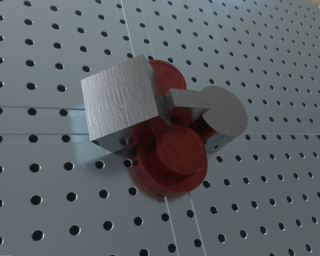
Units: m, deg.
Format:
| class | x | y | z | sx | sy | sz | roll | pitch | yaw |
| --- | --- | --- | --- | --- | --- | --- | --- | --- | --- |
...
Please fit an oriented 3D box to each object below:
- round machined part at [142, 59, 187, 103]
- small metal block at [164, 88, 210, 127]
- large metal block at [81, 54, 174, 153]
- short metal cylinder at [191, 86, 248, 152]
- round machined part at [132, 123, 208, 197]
| class | x | y | z | sx | sy | sz | roll | pitch | yaw |
| --- | --- | --- | --- | --- | --- | --- | --- | --- | --- |
| round machined part | -0.003 | -0.056 | 0.430 | 0.099 | 0.042 | 0.098 | 14 | 56 | -21 |
| small metal block | 0.026 | -0.024 | 0.392 | 0.050 | 0.050 | 0.025 | 1 | 61 | -28 |
| large metal block | -0.039 | -0.027 | 0.361 | 0.050 | 0.080 | 0.080 | 44 | 28 | -62 |
| short metal cylinder | 0.076 | -0.013 | 0.439 | 0.081 | 0.050 | 0.080 | 14 | 56 | -21 |
| round machined part | 0.018 | 0.033 | 0.387 | 0.099 | 0.042 | 0.098 | 14 | 56 | -21 |
